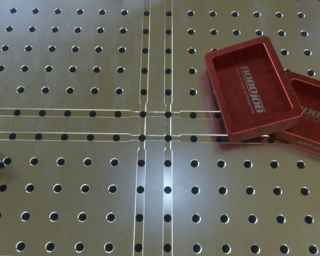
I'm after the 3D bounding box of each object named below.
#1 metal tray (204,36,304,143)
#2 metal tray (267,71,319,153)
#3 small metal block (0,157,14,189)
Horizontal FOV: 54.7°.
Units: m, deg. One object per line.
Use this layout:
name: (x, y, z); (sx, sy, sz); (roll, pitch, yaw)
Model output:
metal tray: (0.118, -0.053, 0.409); (0.090, 0.030, 0.130); (-16, 62, 8)
metal tray: (0.219, -0.014, 0.416); (0.131, 0.030, 0.090); (20, 71, 6)
small metal block: (-0.223, 0.058, 0.388); (0.050, 0.025, 0.050); (-35, 74, -12)
